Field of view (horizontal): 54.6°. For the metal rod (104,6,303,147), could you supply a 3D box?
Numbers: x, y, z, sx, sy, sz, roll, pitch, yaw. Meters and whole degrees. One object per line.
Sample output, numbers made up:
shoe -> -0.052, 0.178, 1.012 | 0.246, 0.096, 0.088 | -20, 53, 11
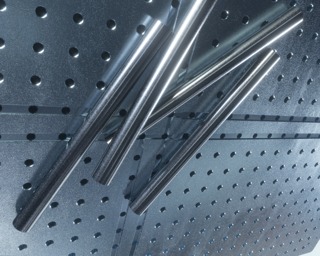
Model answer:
metal rod -> 0.059, -0.065, 0.402 | 0.301, 0.025, 0.025 | -35, 129, -5

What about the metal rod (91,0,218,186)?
metal rod -> 0.005, -0.066, 0.353 | 0.025, 0.025, 0.299 | 25, 99, -37

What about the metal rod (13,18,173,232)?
metal rod -> -0.085, 0.005, 0.367 | 0.025, 0.025, 0.299 | 30, 102, -38

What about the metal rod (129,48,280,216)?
metal rod -> 0.060, 0.009, 0.448 | 0.299, 0.025, 0.025 | -49, 129, 7
